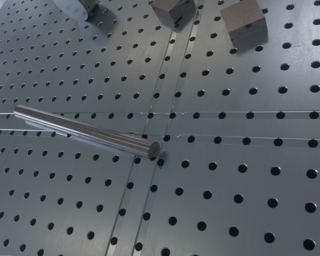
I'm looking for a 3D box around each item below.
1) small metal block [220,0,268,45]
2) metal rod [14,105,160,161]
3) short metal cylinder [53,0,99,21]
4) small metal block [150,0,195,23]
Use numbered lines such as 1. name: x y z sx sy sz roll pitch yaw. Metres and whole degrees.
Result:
1. small metal block: 0.118 -0.153 0.440 0.050 0.025 0.050 -20 54 16
2. metal rod: -0.129 0.000 0.476 0.300 0.025 0.025 14 69 33
3. short metal cylinder: -0.169 -0.264 0.624 0.080 0.080 0.050 15 70 34
4. small metal block: 0.021 -0.212 0.527 0.050 0.025 0.050 -47 51 -5
